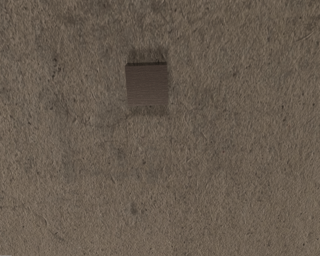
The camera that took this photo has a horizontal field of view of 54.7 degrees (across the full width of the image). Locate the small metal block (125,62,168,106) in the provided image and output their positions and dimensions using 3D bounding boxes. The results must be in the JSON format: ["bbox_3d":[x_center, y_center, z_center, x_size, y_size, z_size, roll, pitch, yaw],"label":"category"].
[{"bbox_3d":[-0.016,-0.056,0.389,0.050,0.025,0.050,-2,110,0],"label":"small metal block"}]
